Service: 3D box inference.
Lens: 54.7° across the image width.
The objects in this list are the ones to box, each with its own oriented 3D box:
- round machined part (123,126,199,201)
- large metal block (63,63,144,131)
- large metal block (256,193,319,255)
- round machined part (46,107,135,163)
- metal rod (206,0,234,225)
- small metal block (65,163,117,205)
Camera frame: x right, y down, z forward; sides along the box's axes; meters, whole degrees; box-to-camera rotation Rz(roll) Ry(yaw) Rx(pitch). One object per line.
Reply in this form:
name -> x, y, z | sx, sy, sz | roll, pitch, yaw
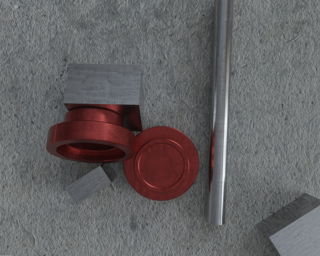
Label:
round machined part -> 0.002, 0.046, 0.401 | 0.099, 0.042, 0.097 | 0, 90, -1
large metal block -> -0.062, -0.034, 0.375 | 0.081, 0.080, 0.050 | 1, 68, 0
large metal block -> 0.187, 0.144, 0.399 | 0.080, 0.050, 0.080 | -32, 90, 0
round machined part -> -0.078, 0.009, 0.359 | 0.099, 0.098, 0.042 | 1, 69, 0
metal rod -> 0.079, -0.024, 0.410 | 0.025, 0.025, 0.298 | 2, 90, 0
small metal block -> -0.086, 0.068, 0.397 | 0.050, 0.050, 0.025 | -33, 91, 0
